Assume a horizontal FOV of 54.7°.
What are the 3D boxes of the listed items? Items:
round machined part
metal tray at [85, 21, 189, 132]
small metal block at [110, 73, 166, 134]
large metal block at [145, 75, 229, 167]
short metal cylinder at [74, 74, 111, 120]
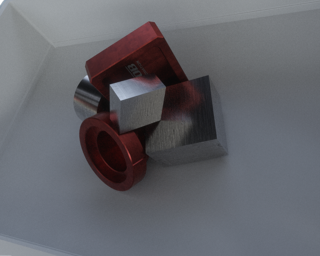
[{"bbox_3d":[-0.051,0.025,0.379,0.098,0.097,0.042,22,38,36],"label":"round machined part"},{"bbox_3d":[-0.015,-0.053,0.375,0.090,0.130,0.030,-31,53,8],"label":"metal tray"},{"bbox_3d":[-0.025,-0.026,0.328,0.050,0.050,0.025,-20,55,-24],"label":"small metal block"},{"bbox_3d":[0.030,-0.006,0.365,0.080,0.050,0.080,-13,61,20],"label":"large metal block"},{"bbox_3d":[-0.069,-0.035,0.424,0.050,0.080,0.080,25,75,36],"label":"short metal cylinder"}]
